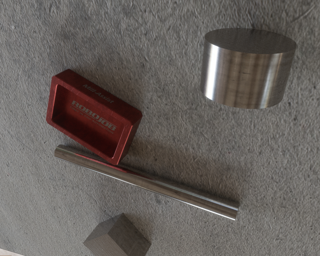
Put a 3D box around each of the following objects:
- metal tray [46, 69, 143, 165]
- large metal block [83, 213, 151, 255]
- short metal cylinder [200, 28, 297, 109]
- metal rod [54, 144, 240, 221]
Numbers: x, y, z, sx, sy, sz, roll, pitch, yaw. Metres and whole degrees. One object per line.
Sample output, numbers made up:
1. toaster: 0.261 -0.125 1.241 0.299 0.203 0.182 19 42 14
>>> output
1. metal tray: -0.098 -0.015 0.445 0.130 0.030 0.089 31 128 8
2. large metal block: -0.078 0.210 0.562 0.080 0.050 0.080 -33 100 38
3. short metal cylinder: 0.080 -0.059 0.293 0.080 0.080 0.050 15 124 20
4. metal rod: -0.032 0.077 0.471 0.301 0.025 0.025 15 125 19
